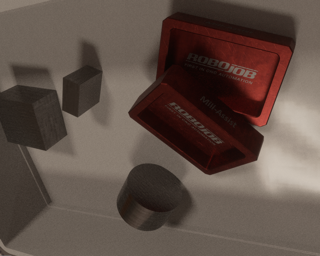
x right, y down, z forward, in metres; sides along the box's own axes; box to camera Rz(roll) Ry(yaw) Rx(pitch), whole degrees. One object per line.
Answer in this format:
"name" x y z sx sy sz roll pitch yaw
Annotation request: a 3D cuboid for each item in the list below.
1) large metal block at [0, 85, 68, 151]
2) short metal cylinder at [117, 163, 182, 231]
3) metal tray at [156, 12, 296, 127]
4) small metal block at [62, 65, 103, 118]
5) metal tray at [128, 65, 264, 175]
"large metal block" -0.202 -0.018 0.485 0.080 0.050 0.079 10 123 22
"short metal cylinder" -0.015 0.097 0.440 0.080 0.080 0.050 33 128 6
"metal tray" 0.063 -0.063 0.332 0.130 0.030 0.089 19 126 16
"small metal block" -0.104 -0.050 0.414 0.025 0.050 0.050 24 127 13
"metal tray" 0.038 -0.002 0.350 0.130 0.030 0.090 38 147 -12
